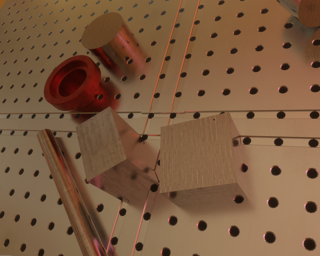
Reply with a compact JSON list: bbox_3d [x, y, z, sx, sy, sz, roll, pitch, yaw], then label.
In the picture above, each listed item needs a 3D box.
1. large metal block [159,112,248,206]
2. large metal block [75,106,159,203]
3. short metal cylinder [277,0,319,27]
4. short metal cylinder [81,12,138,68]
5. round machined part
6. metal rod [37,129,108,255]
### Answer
[{"bbox_3d":[0.047,0.037,0.345,0.080,0.050,0.080,-12,56,21],"label":"large metal block"},{"bbox_3d":[-0.052,0.034,0.379,0.050,0.080,0.080,-31,52,9],"label":"large metal block"},{"bbox_3d":[0.191,-0.172,0.378,0.080,0.080,0.050,-30,52,9],"label":"short metal cylinder"},{"bbox_3d":[-0.086,-0.149,0.529,0.080,0.050,0.080,-13,56,21],"label":"short metal cylinder"},{"bbox_3d":[-0.139,-0.069,0.513,0.098,0.042,0.098,-13,56,21],"label":"round machined part"},{"bbox_3d":[-0.111,0.102,0.404,0.025,0.025,0.300,-40,51,1],"label":"metal rod"}]
